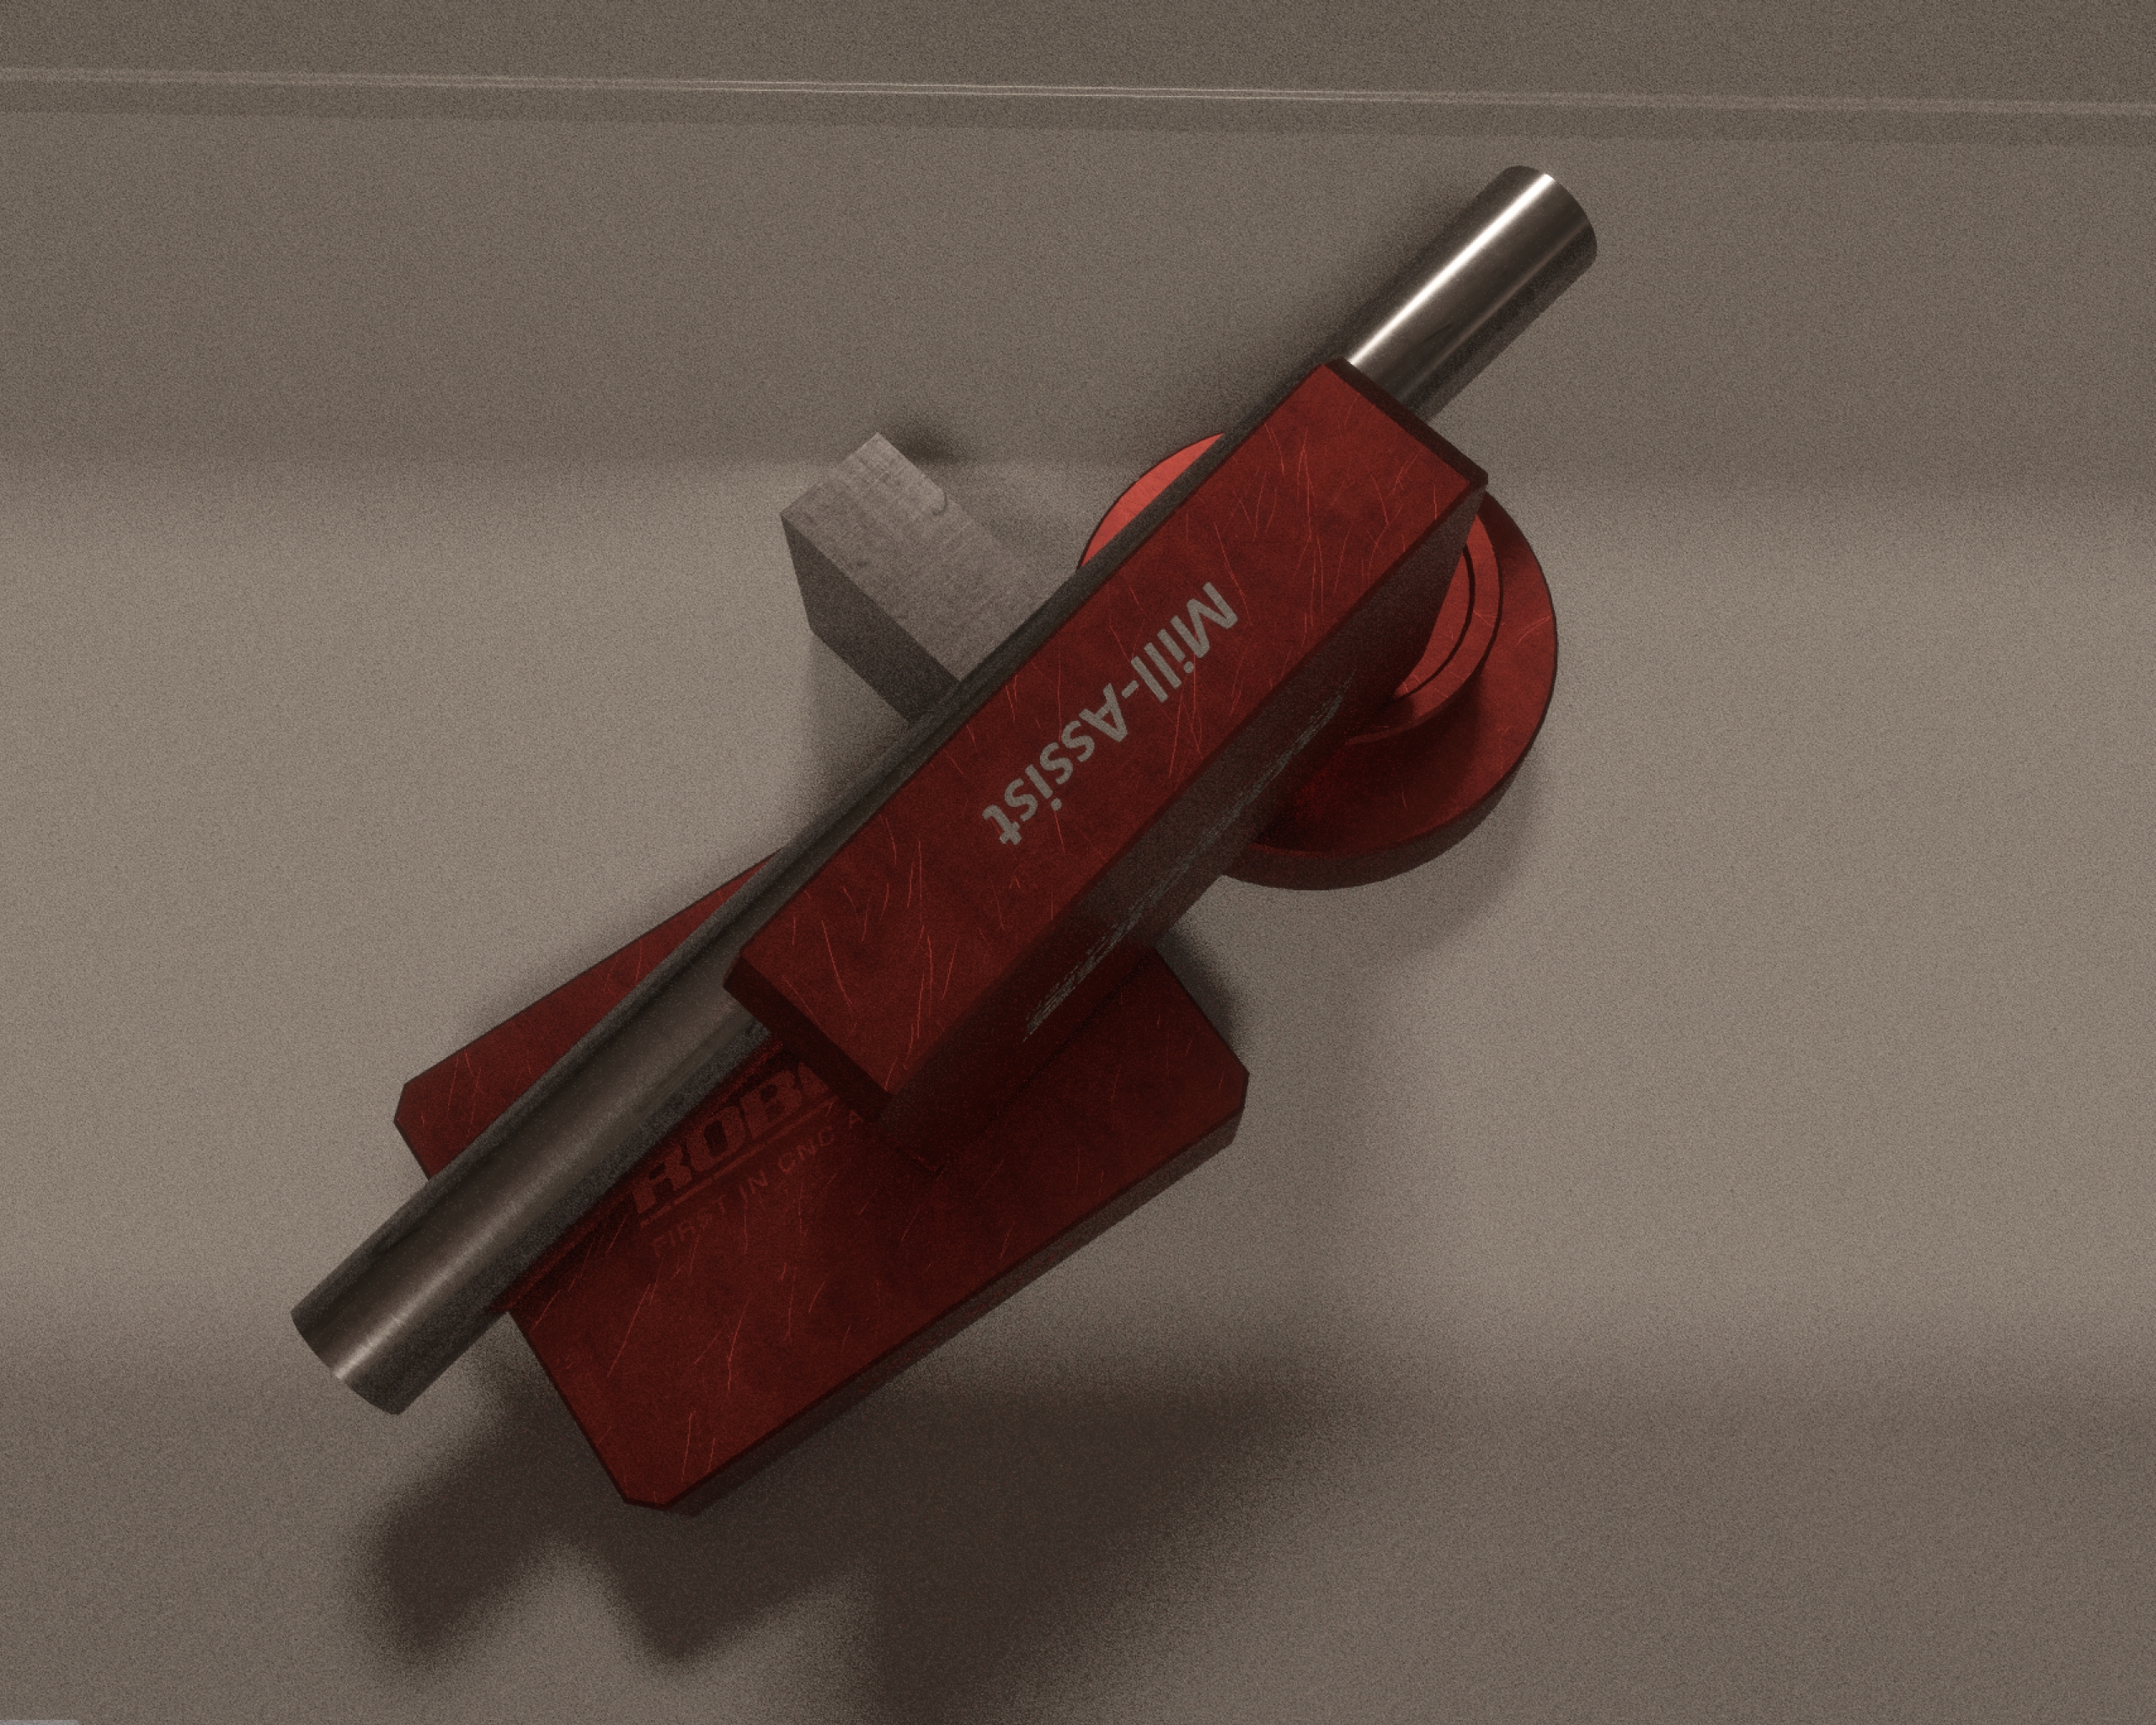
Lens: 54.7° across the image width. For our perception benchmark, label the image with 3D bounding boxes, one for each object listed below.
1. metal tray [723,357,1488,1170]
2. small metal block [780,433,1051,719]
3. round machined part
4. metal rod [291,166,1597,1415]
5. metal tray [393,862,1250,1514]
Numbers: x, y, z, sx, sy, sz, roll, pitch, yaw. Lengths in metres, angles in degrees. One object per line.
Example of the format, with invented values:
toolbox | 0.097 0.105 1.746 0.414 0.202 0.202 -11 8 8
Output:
metal tray | 0.007 -0.011 0.337 0.030 0.090 0.130 42 82 11
small metal block | -0.029 -0.049 0.412 0.025 0.050 0.050 -43 76 -14
round machined part | 0.047 -0.047 0.416 0.099 0.042 0.098 0 70 -1
metal rod | -0.016 -0.020 0.374 0.025 0.025 0.301 43 79 13
metal tray | -0.046 0.047 0.388 0.131 0.030 0.090 -33 74 -12
